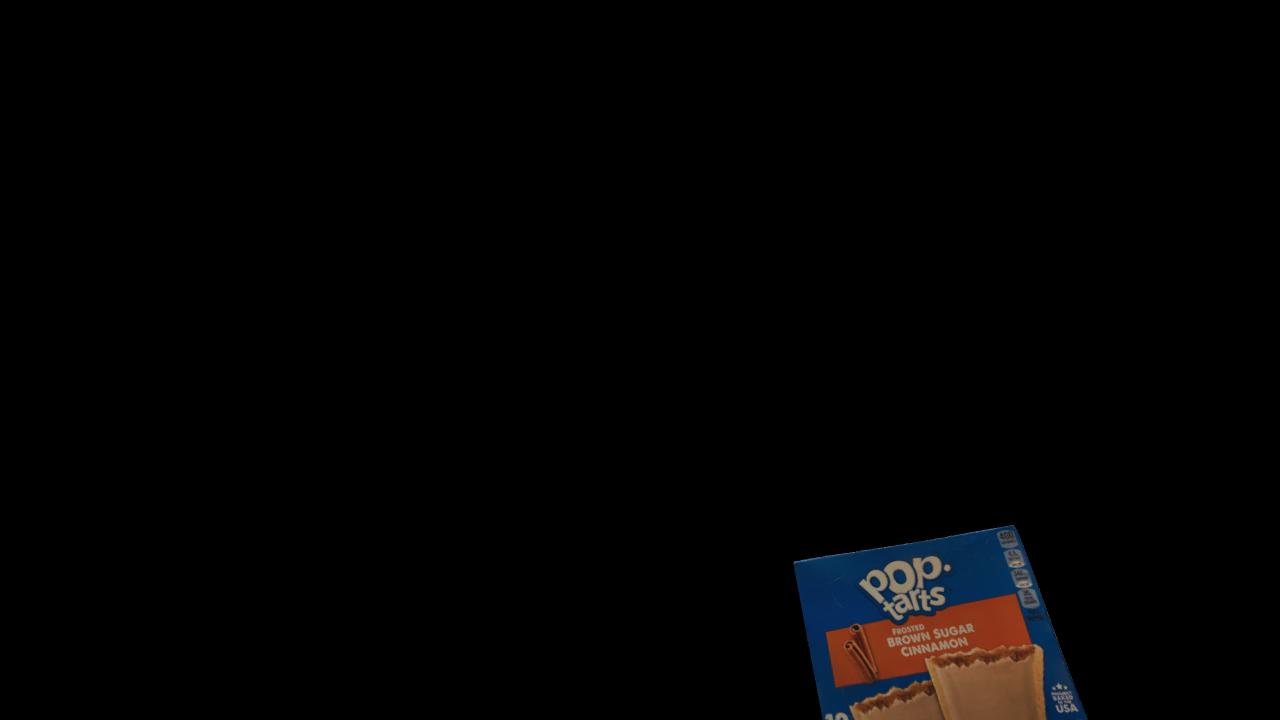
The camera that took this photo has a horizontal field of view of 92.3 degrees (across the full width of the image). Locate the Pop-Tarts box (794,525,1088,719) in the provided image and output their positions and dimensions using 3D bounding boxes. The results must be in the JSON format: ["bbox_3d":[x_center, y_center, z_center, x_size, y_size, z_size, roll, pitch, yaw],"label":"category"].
[{"bbox_3d":[0.220,0.216,0.466,0.167,0.141,0.083,-18,-33,23],"label":"Pop-Tarts box"}]
